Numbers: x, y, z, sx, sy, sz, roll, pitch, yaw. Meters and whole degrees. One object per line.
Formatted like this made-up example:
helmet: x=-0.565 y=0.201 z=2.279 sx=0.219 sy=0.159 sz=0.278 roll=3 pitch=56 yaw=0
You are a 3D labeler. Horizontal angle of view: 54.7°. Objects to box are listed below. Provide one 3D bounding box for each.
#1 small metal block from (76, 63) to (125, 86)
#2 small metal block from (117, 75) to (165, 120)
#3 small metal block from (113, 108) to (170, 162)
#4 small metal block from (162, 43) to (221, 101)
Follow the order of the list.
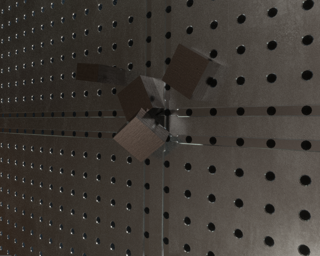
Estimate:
small metal block: x=-0.089 y=-0.080 z=0.464 sx=0.050 sy=0.050 sz=0.025 roll=12 pitch=98 yaw=39
small metal block: x=-0.027 y=-0.037 z=0.430 sx=0.050 sy=0.025 sz=0.050 roll=-34 pitch=69 yaw=34
small metal block: x=-0.025 y=0.010 z=0.411 sx=0.050 sy=0.025 sz=0.050 roll=42 pitch=123 yaw=-11
small metal block: x=0.037 y=-0.068 z=0.377 sx=0.050 sy=0.025 sz=0.050 roll=40 pitch=114 yaw=32
